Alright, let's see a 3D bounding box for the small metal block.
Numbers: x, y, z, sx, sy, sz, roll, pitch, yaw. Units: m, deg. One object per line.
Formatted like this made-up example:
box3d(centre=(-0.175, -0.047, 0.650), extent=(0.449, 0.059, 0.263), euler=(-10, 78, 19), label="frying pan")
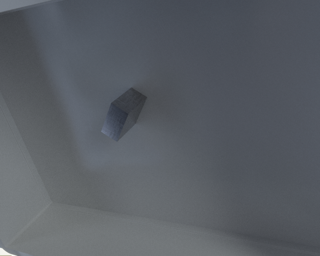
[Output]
box3d(centre=(-0.047, -0.018, 0.404), extent=(0.025, 0.050, 0.050), euler=(32, 128, 7), label="small metal block")
